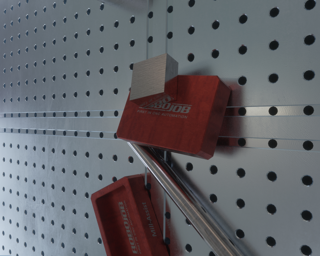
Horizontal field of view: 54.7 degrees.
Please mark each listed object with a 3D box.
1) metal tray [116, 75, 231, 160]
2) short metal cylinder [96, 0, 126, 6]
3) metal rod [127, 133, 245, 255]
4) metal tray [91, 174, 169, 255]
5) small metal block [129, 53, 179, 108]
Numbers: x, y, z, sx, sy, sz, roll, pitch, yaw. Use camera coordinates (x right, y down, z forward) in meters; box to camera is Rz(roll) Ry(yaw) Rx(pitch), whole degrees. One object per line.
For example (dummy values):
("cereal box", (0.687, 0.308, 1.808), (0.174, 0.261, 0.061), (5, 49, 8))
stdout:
("metal tray", (0.012, -0.018, 0.379), (0.130, 0.030, 0.090), (9, 78, 39))
("short metal cylinder", (-0.081, -0.229, 0.460), (0.080, 0.050, 0.079), (0, 90, 40))
("metal rod", (0.052, 0.113, 0.366), (0.300, 0.025, 0.025), (48, 119, 29))
("metal tray", (-0.046, 0.142, 0.443), (0.090, 0.030, 0.130), (-32, 70, 35))
("small metal block", (-0.007, -0.056, 0.372), (0.050, 0.025, 0.050), (-10, 67, 34))
